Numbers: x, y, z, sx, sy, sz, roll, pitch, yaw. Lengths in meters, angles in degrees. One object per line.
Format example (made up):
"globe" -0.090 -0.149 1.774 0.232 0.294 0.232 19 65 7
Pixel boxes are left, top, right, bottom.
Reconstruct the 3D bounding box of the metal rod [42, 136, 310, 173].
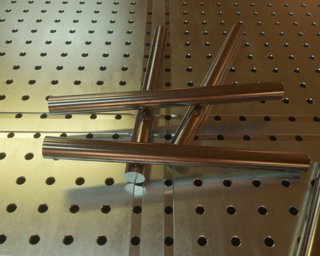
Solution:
"metal rod" 0.025 0.032 0.356 0.302 0.025 0.025 4 50 -7

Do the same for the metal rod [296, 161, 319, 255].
"metal rod" 0.140 0.136 0.295 0.025 0.025 0.301 23 53 18

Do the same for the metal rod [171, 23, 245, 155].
"metal rod" 0.080 -0.072 0.468 0.025 0.025 0.301 19 52 15

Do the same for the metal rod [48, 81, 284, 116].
"metal rod" 0.011 -0.039 0.406 0.302 0.025 0.025 -4 50 -4

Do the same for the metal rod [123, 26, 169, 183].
"metal rod" -0.013 -0.057 0.454 0.025 0.025 0.300 5 50 4
